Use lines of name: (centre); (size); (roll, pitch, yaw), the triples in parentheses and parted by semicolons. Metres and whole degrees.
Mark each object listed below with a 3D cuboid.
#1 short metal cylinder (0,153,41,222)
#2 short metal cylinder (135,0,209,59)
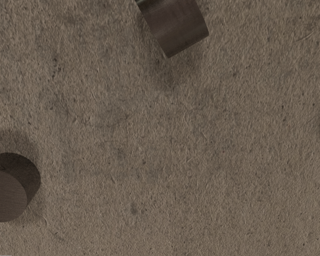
short metal cylinder: (-0.213, 0.080, 0.423); (0.081, 0.050, 0.079); (0, 110, -1)
short metal cylinder: (0.012, -0.123, 0.335); (0.050, 0.080, 0.080); (-28, 108, 10)
